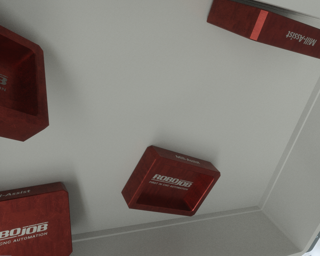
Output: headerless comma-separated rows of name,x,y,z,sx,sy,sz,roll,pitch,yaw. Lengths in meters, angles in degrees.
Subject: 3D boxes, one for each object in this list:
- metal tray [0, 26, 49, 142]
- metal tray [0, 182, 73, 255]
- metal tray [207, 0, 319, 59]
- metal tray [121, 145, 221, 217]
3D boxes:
metal tray,-0.150,-0.047,0.232,0.030,0.090,0.131,-27,153,26
metal tray,-0.175,0.121,0.367,0.131,0.030,0.089,-6,103,-26
metal tray,0.133,-0.117,0.366,0.131,0.090,0.030,4,117,-30
metal tray,0.019,0.084,0.467,0.131,0.030,0.090,19,108,-36
